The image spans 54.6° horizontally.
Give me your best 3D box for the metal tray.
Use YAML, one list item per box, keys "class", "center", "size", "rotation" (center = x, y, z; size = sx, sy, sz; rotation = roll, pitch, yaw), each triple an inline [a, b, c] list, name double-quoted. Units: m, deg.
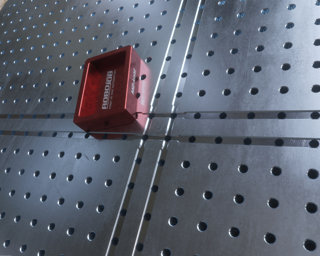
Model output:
- class: "metal tray"
  center: [-0.081, -0.063, 0.487]
  size: [0.090, 0.030, 0.130]
  rotation: [-12, 57, 21]
